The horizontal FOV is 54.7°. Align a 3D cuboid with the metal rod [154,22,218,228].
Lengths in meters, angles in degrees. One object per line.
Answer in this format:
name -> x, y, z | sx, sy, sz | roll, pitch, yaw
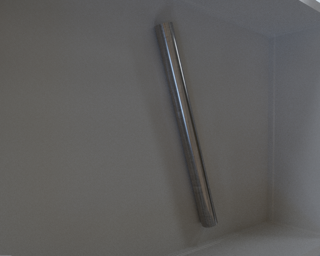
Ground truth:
metal rod -> 0.040, 0.004, 0.442 | 0.025, 0.025, 0.298 | -24, 105, -38
